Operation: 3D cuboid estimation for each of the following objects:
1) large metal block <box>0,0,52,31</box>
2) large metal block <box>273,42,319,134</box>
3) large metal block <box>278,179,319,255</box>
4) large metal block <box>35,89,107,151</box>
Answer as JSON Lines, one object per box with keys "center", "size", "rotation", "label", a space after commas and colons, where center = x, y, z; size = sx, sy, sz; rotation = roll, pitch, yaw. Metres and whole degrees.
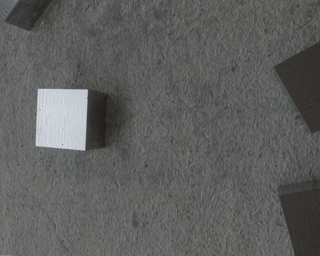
{"center": [-0.218, -0.211, 0.473], "size": [0.080, 0.050, 0.080], "rotation": [-46, 76, 14], "label": "large metal block"}
{"center": [0.179, -0.048, 0.332], "size": [0.080, 0.050, 0.080], "rotation": [-29, 81, 17], "label": "large metal block"}
{"center": [0.179, 0.099, 0.332], "size": [0.080, 0.050, 0.080], "rotation": [-15, 85, 19], "label": "large metal block"}
{"center": [-0.125, -0.013, 0.440], "size": [0.080, 0.050, 0.079], "rotation": [3, 91, 20], "label": "large metal block"}
